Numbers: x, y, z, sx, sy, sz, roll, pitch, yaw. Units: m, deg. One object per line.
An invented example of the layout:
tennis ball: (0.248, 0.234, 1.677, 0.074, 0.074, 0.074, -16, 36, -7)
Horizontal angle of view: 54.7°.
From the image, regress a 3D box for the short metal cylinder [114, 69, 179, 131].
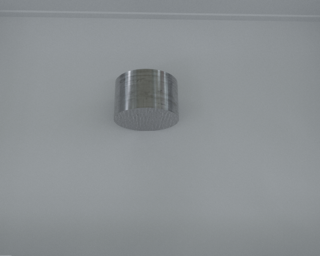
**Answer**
short metal cylinder: (-0.017, -0.033, 0.392, 0.081, 0.080, 0.050, -1, 70, -1)
